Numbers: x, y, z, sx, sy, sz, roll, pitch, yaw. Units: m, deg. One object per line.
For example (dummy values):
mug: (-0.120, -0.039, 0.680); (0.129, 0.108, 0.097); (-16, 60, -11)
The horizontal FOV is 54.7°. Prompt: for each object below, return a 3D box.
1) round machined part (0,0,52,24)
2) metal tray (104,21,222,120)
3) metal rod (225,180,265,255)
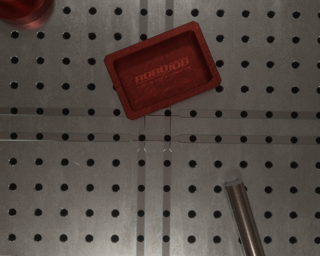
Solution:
round machined part: (-0.194, -0.190, 0.402); (0.099, 0.042, 0.097); (0, 90, -1)
metal tray: (0.004, -0.074, 0.410); (0.131, 0.030, 0.090); (-22, 90, -1)
metal rod: (0.141, 0.217, 0.415); (0.025, 0.025, 0.298); (-17, 90, 0)
